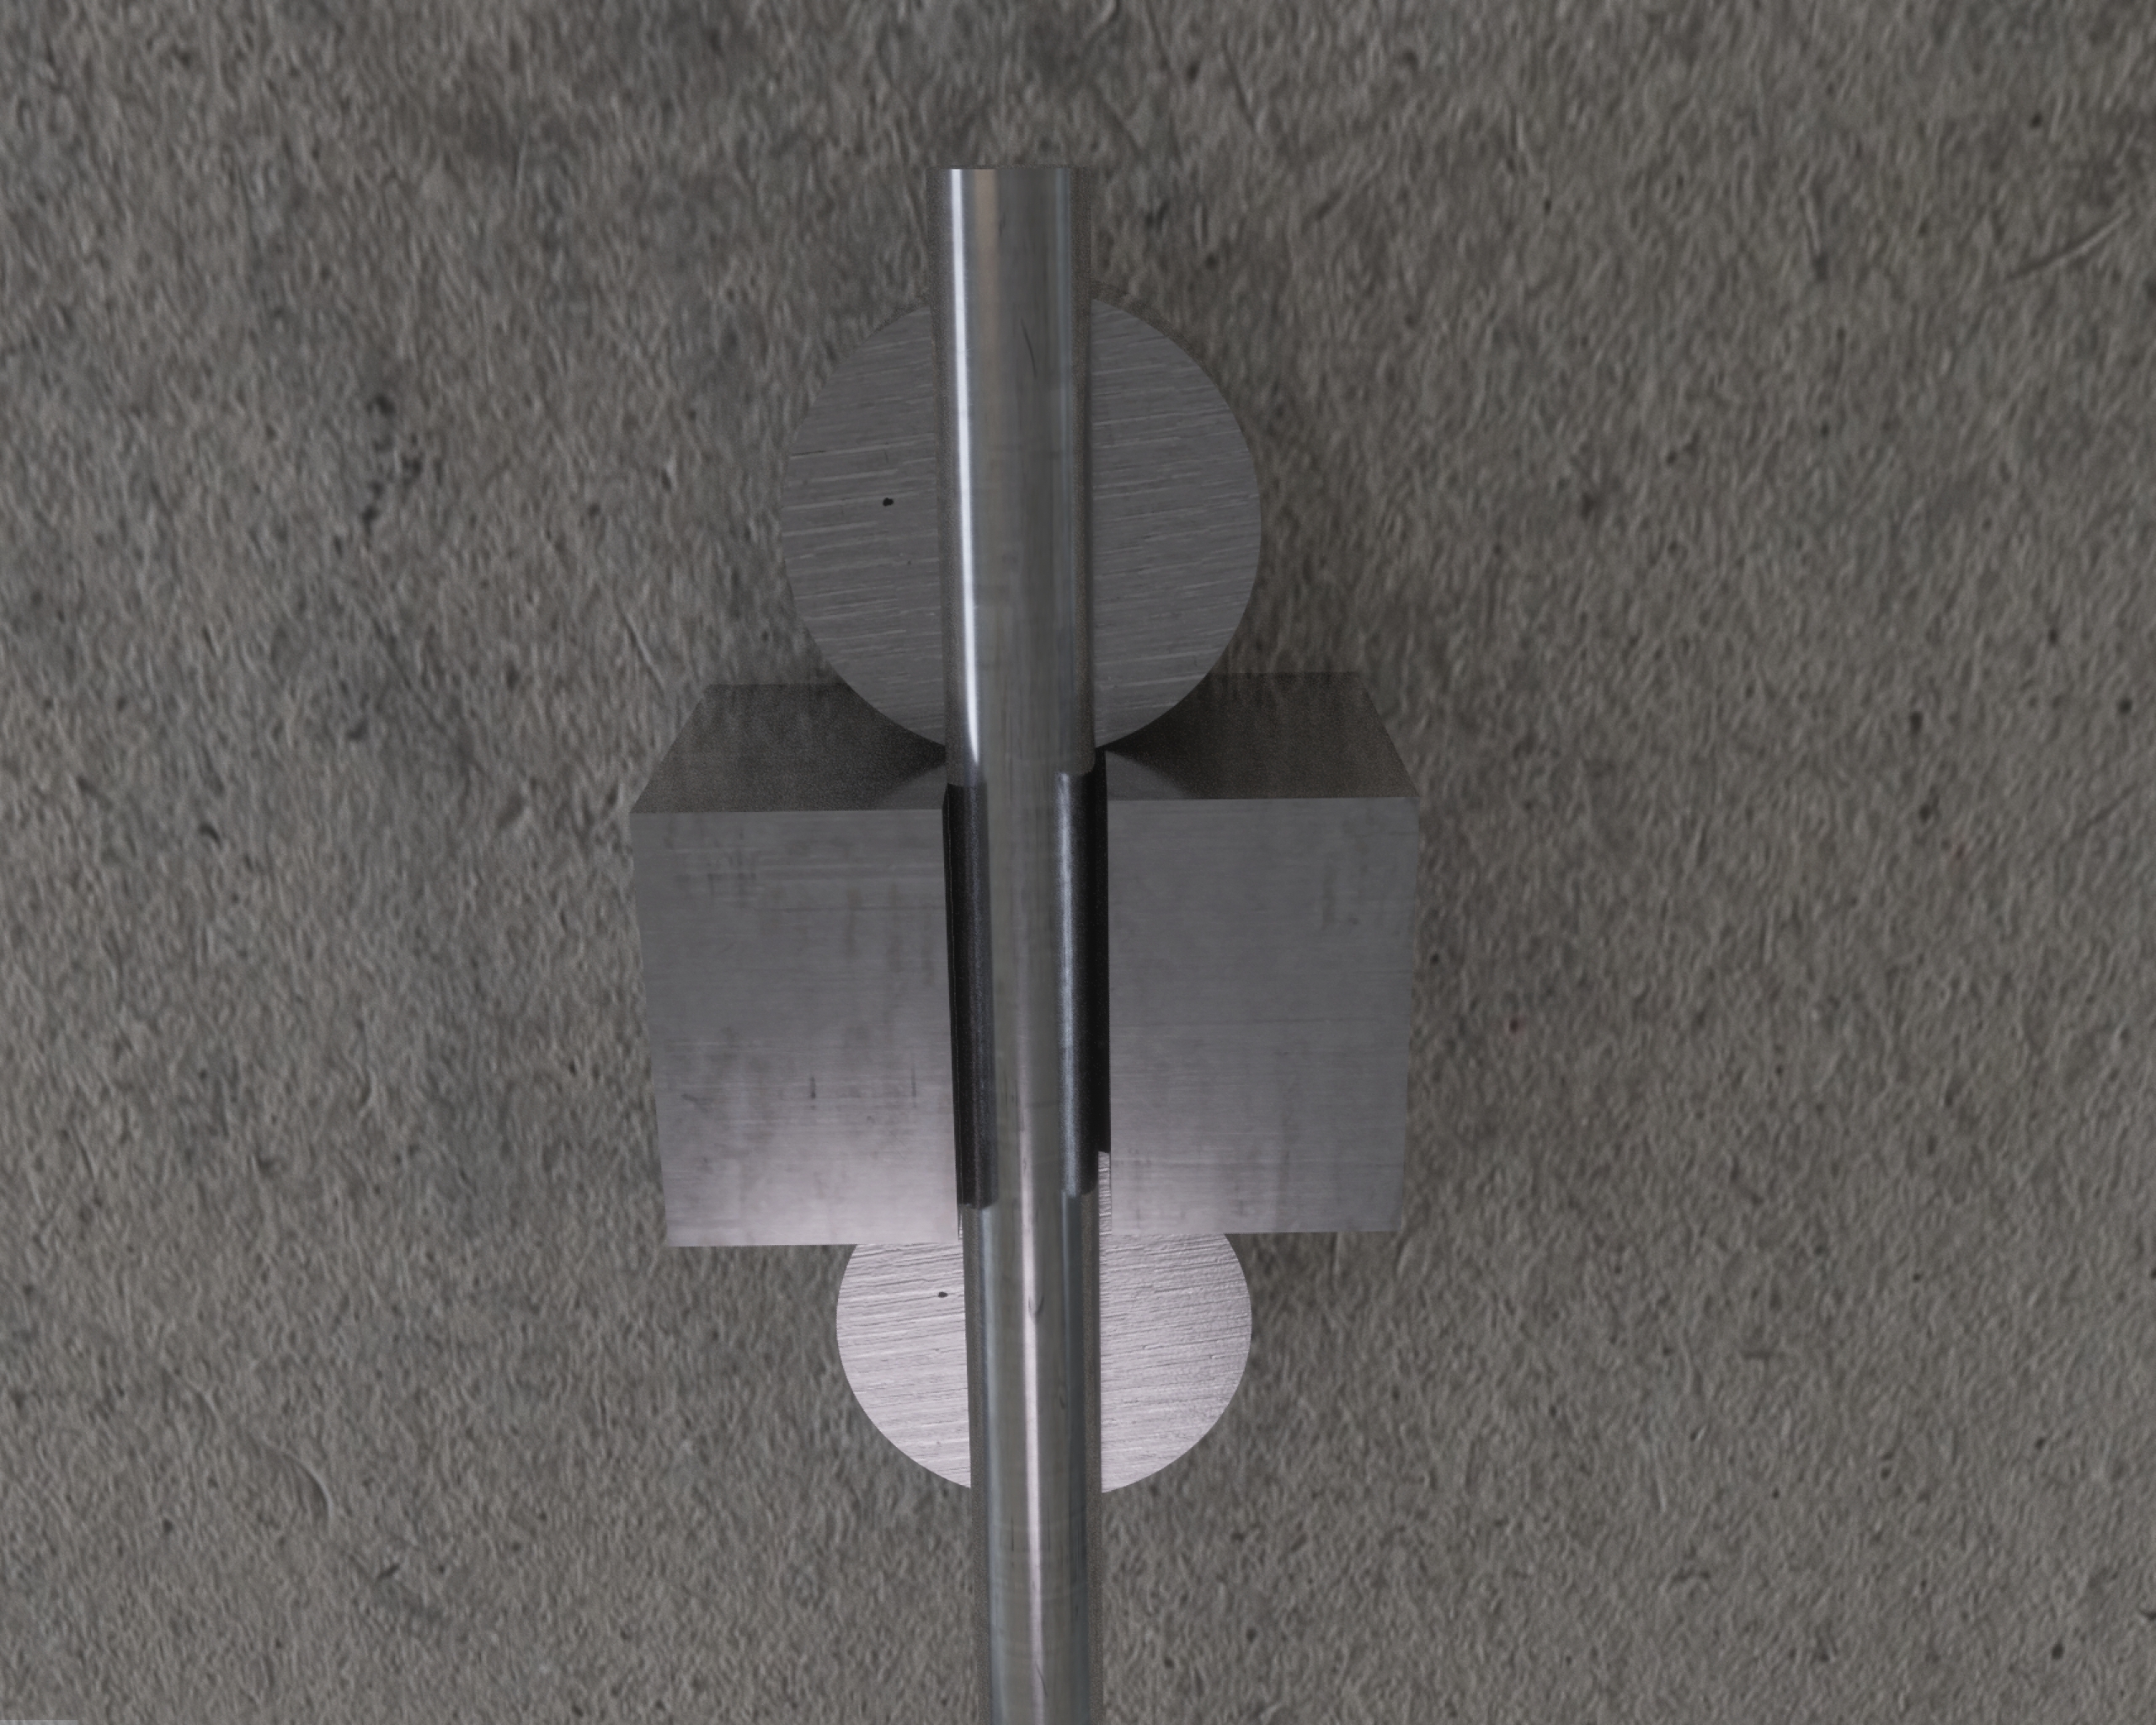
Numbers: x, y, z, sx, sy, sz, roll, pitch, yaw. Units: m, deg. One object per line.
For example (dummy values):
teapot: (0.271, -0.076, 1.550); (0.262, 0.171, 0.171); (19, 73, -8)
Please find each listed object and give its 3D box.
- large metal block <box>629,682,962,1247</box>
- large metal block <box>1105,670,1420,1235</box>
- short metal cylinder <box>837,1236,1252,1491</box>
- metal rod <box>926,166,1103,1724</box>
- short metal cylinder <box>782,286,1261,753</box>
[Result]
large metal block: (-0.047, 0.015, 0.387); (0.050, 0.080, 0.079); (-1, 110, 0)
large metal block: (0.030, 0.013, 0.387); (0.050, 0.080, 0.079); (-1, 110, 0)
short metal cylinder: (-0.007, 0.082, 0.428); (0.081, 0.050, 0.079); (0, 110, 0)
metal rod: (-0.009, 0.034, 0.369); (0.025, 0.025, 0.298); (-1, 110, 0)
short metal cylinder: (-0.009, -0.064, 0.374); (0.081, 0.050, 0.079); (0, 110, 0)
